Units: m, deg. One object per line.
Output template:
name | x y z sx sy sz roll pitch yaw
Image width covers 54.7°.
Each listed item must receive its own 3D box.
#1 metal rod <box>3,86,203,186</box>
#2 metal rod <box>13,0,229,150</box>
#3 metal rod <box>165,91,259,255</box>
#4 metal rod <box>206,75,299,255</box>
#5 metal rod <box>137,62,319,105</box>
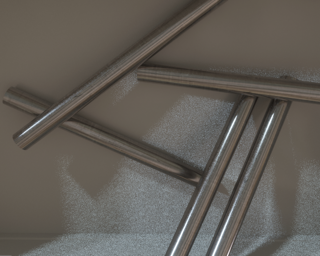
metal rod | -0.058 0.020 0.418 0.301 0.025 0.025 25 108 -9
metal rod | -0.051 -0.070 0.368 0.300 0.025 0.025 -36 107 5
metal rod | 0.053 0.083 0.378 0.025 0.025 0.299 27 83 -10
metal rod | 0.104 0.075 0.378 0.025 0.025 0.299 25 84 -9
metal rod | 0.123 -0.049 0.368 0.301 0.025 0.025 8 110 7
